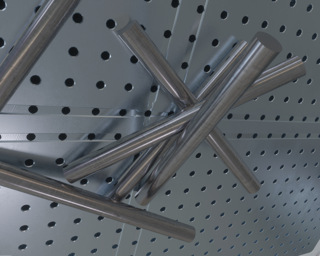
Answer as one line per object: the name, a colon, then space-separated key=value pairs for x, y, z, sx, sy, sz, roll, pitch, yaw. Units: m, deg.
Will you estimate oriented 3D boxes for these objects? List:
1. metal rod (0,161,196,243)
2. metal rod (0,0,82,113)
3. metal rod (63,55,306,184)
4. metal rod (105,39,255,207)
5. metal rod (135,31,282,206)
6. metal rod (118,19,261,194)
metal rod: x=-0.072 y=0.103 z=0.405 sx=0.301 sy=0.025 sz=0.025 roll=27 pitch=104 yaw=-28
metal rod: x=-0.173 y=-0.017 z=0.305 sx=0.025 sy=0.025 sz=0.299 roll=33 pitch=100 yaw=-38
metal rod: x=0.021 y=-0.006 z=0.365 sx=0.301 sy=0.025 sz=0.025 roll=-25 pitch=130 yaw=8
metal rod: x=0.017 y=0.005 z=0.422 sx=0.299 sy=0.025 sz=0.025 roll=-49 pitch=129 yaw=6
metal rod: x=0.031 y=0.017 z=0.357 sx=0.025 sy=0.025 sz=0.298 roll=0 pitch=144 yaw=-28
metal rod: x=0.053 y=-0.008 z=0.399 sx=0.025 sy=0.025 sz=0.300 roll=-42 pitch=119 yaw=0
